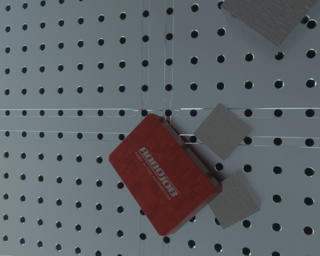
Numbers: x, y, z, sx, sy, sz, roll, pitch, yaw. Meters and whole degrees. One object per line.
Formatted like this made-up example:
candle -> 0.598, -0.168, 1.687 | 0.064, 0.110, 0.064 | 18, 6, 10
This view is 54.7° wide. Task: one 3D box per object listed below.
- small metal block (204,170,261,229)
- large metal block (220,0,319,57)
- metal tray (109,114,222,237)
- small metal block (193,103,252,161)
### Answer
small metal block -> 0.088, 0.088, 0.381 | 0.050, 0.025, 0.050 | -34, 79, 16
large metal block -> 0.130, -0.142, 0.354 | 0.080, 0.050, 0.080 | 42, 103, 15
metal tray -> 0.002, 0.057, 0.394 | 0.090, 0.030, 0.130 | -46, 64, 14
small metal block -> 0.078, 0.005, 0.385 | 0.050, 0.025, 0.050 | 42, 103, 14
